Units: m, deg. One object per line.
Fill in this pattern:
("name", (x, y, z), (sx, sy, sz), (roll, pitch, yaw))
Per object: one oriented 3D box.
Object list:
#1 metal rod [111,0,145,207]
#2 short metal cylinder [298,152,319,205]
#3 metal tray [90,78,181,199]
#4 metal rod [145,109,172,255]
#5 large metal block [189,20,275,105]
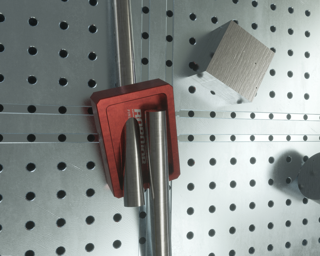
("metal rod", (-0.041, -0.056, 0.381), (0.025, 0.025, 0.298), (-3, 85, -20))
("short metal cylinder", (0.265, 0.083, 0.481), (0.050, 0.080, 0.080), (28, 81, -18))
("metal tray", (-0.026, 0.013, 0.377), (0.091, 0.030, 0.129), (-16, 116, -20))
("metal rod", (0.001, 0.126, 0.389), (0.025, 0.025, 0.298), (-6, 101, -20))
("large metal block", (0.101, -0.089, 0.436), (0.080, 0.050, 0.080), (30, 80, -18))
